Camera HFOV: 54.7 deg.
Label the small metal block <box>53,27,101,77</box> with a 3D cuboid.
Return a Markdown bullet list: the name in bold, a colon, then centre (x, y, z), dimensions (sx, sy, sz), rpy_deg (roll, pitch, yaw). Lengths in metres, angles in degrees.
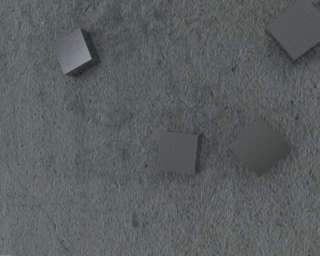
- **small metal block**: centre (-0.121, -0.109, 0.452), dimensions (0.050, 0.025, 0.050), rpy_deg (-24, 82, 18)

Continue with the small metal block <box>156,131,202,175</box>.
- **small metal block**: centre (0.025, 0.031, 0.400), dimensions (0.050, 0.025, 0.050), rpy_deg (6, 92, 19)

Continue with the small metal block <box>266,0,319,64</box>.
- **small metal block**: centre (0.158, -0.110, 0.353), dimensions (0.050, 0.025, 0.050), rpy_deg (-38, 78, 16)

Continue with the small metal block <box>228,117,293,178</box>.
- **small metal block**: centre (0.118, 0.022, 0.367), dimensions (0.050, 0.025, 0.050), rpy_deg (-46, 76, 14)
